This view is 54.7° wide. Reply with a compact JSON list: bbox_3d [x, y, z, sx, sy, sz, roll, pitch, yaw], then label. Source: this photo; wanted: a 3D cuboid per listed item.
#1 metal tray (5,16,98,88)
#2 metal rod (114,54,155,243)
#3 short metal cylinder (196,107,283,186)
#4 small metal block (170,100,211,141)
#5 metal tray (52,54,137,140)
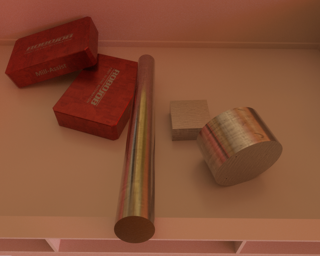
[{"bbox_3d":[-0.162,-0.118,0.475,0.131,0.030,0.090,-15,49,8],"label":"metal tray"},{"bbox_3d":[-0.017,-0.016,0.318,0.025,0.025,0.300,0,31,-1],"label":"metal rod"},{"bbox_3d":[0.089,0.022,0.352,0.081,0.080,0.050,-15,52,-12],"label":"short metal cylinder"},{"bbox_3d":[0.040,-0.011,0.415,0.050,0.025,0.050,-2,50,-2],"label":"small metal block"},{"bbox_3d":[-0.078,-0.050,0.442,0.090,0.030,0.130,15,51,11],"label":"metal tray"}]
